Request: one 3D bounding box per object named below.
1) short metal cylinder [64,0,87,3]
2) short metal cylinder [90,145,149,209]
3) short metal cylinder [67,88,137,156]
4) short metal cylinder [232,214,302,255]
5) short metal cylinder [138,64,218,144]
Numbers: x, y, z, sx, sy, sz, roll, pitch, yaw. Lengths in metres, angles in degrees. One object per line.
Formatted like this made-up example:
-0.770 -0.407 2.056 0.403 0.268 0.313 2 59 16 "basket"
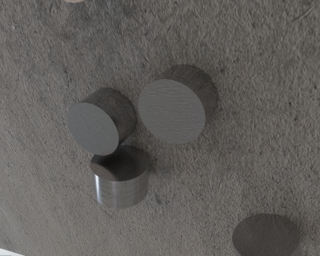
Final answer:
-0.082 -0.178 0.324 0.080 0.050 0.079 13 124 21 "short metal cylinder"
-0.056 0.068 0.443 0.080 0.080 0.050 15 125 19 "short metal cylinder"
-0.079 -0.009 0.426 0.080 0.050 0.079 13 124 21 "short metal cylinder"
0.138 0.156 0.395 0.080 0.080 0.050 -4 117 30 "short metal cylinder"
0.022 -0.028 0.362 0.080 0.050 0.079 13 124 21 "short metal cylinder"
